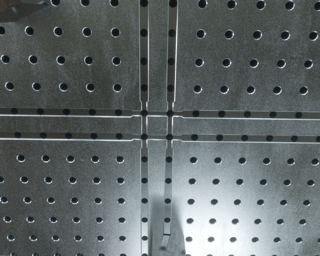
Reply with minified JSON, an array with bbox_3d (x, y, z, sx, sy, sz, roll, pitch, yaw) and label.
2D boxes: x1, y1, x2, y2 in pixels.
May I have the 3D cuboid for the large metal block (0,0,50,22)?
[{"bbox_3d":[-0.171,-0.159,0.324,0.050,0.080,0.080,-22,109,8],"label":"large metal block"}]

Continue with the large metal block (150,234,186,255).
[{"bbox_3d":[0.009,0.221,0.465,0.050,0.080,0.079,6,110,-2],"label":"large metal block"}]
